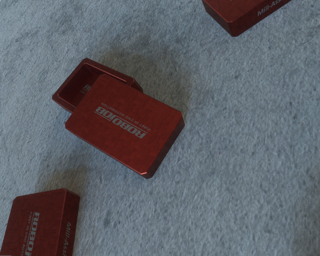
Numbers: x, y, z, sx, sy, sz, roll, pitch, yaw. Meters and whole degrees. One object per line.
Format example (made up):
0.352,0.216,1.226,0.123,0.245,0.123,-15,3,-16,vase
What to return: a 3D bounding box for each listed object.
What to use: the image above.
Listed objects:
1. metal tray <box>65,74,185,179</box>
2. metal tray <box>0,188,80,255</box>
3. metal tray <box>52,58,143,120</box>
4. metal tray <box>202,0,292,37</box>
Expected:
-0.045,-0.005,0.401,0.130,0.030,0.090,28,77,19,metal tray
-0.154,0.147,0.389,0.090,0.030,0.130,-13,56,20,metal tray
-0.100,-0.052,0.483,0.130,0.030,0.090,29,77,37,metal tray
0.137,-0.200,0.451,0.130,0.030,0.090,-33,52,6,metal tray
